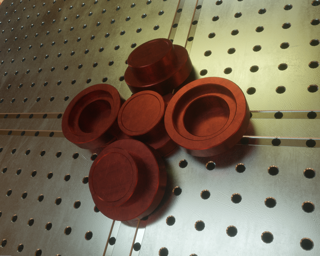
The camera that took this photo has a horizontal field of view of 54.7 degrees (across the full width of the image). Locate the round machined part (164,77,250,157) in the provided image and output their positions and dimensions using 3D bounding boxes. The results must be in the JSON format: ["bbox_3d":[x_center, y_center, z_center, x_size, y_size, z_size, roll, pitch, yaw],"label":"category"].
[{"bbox_3d":[0.058,-0.010,0.371,0.098,0.042,0.098,-13,56,20],"label":"round machined part"}]

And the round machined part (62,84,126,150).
[{"bbox_3d":[-0.089,-0.013,0.450,0.098,0.042,0.098,-13,56,20],"label":"round machined part"}]

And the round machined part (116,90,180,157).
[{"bbox_3d":[-0.016,-0.011,0.410,0.098,0.042,0.098,-13,56,20],"label":"round machined part"}]

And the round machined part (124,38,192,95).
[{"bbox_3d":[-0.007,-0.091,0.441,0.098,0.042,0.098,-16,41,15],"label":"round machined part"}]

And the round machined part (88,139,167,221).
[{"bbox_3d":[-0.045,0.060,0.368,0.098,0.042,0.098,-8,73,26],"label":"round machined part"}]
